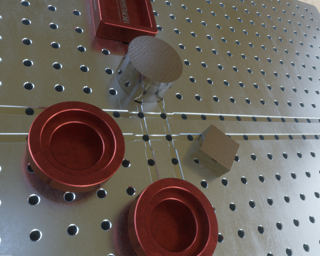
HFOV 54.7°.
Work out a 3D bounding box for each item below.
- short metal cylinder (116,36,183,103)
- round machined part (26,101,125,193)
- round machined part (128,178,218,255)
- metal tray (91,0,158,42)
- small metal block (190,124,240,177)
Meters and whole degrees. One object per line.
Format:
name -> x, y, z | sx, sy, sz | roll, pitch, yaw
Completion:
short metal cylinder -> -0.015, -0.082, 0.435 | 0.081, 0.050, 0.080 | 14, 56, -21
round machined part -> -0.091, 0.023, 0.335 | 0.099, 0.042, 0.098 | 14, 56, -21
round machined part -> 0.011, 0.108, 0.339 | 0.099, 0.042, 0.098 | 14, 56, -21
metal tray -> -0.060, -0.196, 0.493 | 0.091, 0.030, 0.130 | 3, 61, -27
small metal block -> 0.078, 0.031, 0.433 | 0.050, 0.025, 0.050 | 36, 51, -5
